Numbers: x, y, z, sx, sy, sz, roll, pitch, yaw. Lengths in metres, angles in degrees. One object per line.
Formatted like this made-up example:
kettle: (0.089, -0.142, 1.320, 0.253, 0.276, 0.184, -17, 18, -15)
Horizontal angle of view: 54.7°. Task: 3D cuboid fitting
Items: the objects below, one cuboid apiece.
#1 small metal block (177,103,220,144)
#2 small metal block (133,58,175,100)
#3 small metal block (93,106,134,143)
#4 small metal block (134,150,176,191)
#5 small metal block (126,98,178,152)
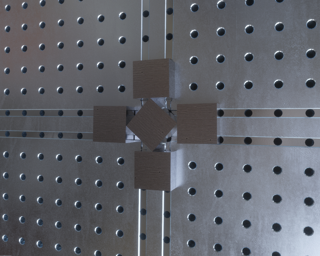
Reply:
small metal block: (0.049, -0.005, 0.394, 0.050, 0.025, 0.050, 0, 90, 19)
small metal block: (-0.008, -0.064, 0.414, 0.050, 0.025, 0.050, -1, 90, 19)
small metal block: (-0.065, -0.005, 0.434, 0.050, 0.025, 0.050, 2, 91, 19)
small metal block: (-0.006, 0.056, 0.414, 0.050, 0.025, 0.050, 0, 90, 19)
small metal block: (-0.007, -0.005, 0.414, 0.050, 0.025, 0.050, 44, 103, 14)
